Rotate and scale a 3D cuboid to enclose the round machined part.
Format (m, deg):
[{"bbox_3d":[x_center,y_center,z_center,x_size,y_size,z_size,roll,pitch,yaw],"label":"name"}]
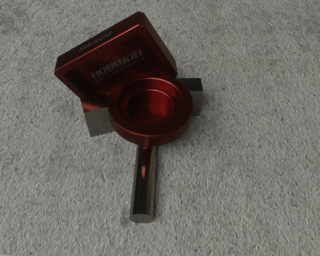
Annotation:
[{"bbox_3d":[-0.011,-0.018,0.373,0.099,0.042,0.098,2,53,-2],"label":"round machined part"}]

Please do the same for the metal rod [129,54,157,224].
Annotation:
[{"bbox_3d":[-0.014,-0.019,0.421,0.025,0.025,0.300,2,50,1],"label":"metal rod"}]

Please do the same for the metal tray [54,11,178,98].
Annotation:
[{"bbox_3d":[-0.055,-0.078,0.397,0.130,0.090,0.030,-23,46,19],"label":"metal tray"}]

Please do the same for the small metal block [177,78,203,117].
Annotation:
[{"bbox_3d":[0.030,-0.041,0.423,0.050,0.050,0.025,-1,50,-2],"label":"small metal block"}]

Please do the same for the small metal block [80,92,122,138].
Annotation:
[{"bbox_3d":[-0.072,-0.018,0.402,0.050,0.050,0.025,-15,52,-13],"label":"small metal block"}]
